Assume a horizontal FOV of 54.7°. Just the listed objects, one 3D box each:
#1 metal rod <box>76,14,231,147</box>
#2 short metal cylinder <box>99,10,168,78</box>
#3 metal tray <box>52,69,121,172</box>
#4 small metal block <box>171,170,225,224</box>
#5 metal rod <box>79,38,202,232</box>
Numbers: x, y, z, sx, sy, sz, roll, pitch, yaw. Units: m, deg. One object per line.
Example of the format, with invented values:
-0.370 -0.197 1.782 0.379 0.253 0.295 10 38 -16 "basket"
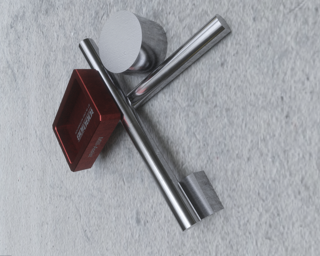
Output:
-0.029 -0.044 0.429 0.299 0.025 0.025 -36 68 33 "metal rod"
-0.037 -0.111 0.417 0.080 0.050 0.079 0 90 39 "short metal cylinder"
-0.110 -0.009 0.441 0.090 0.030 0.129 58 135 24 "metal tray"
0.040 0.086 0.371 0.050 0.025 0.050 -41 66 32 "small metal block"
-0.037 -0.008 0.403 0.025 0.025 0.299 -46 63 30 "metal rod"
